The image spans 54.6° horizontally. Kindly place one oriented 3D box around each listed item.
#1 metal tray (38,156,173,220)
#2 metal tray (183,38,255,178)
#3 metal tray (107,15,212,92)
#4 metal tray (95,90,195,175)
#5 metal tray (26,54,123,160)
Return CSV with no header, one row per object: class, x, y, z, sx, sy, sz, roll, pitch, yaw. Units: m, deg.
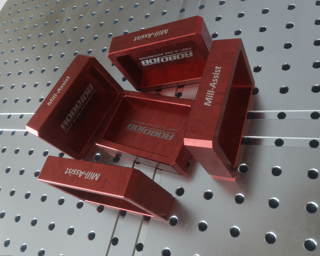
metal tray,-0.062,0.069,0.358,0.130,0.090,0.030,4,64,30
metal tray,0.071,-0.021,0.342,0.030,0.090,0.130,5,64,30
metal tray,0.007,-0.094,0.421,0.130,0.090,0.030,-6,59,25
metal tray,-0.014,0.001,0.412,0.130,0.030,0.090,12,68,33
metal tray,-0.115,-0.028,0.446,0.030,0.090,0.130,20,72,36
